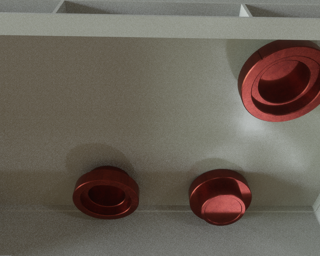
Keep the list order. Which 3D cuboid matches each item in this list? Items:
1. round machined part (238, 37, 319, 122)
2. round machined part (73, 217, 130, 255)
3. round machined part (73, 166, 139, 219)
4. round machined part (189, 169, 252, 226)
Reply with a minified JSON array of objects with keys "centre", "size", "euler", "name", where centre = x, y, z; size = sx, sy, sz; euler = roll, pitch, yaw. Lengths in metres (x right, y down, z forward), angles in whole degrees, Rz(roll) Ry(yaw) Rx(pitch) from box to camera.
[{"centre":[0.138,-0.057,0.351],"size":[0.099,0.042,0.097],"euler":[-1,130,0],"name":"round machined part"},{"centre":[-0.105,0.196,0.566],"size":[0.099,0.042,0.097],"euler":[-1,130,0],"name":"round machined part"},{"centre":[-0.081,0.096,0.479],"size":[0.099,0.042,0.097],"euler":[-1,130,0],"name":"round machined part"},{"centre":[0.096,0.116,0.489],"size":[0.099,0.042,0.097],"euler":[-1,121,-1],"name":"round machined part"}]
